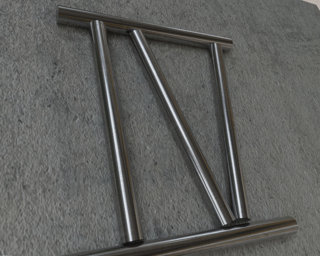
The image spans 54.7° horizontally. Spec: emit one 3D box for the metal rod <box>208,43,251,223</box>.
[{"bbox_3d":[0.099,-0.012,0.467,0.025,0.025,0.299,13,56,-22],"label":"metal rod"}]

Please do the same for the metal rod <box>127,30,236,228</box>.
[{"bbox_3d":[0.022,-0.012,0.425,0.025,0.025,0.299,-12,68,-34],"label":"metal rod"}]

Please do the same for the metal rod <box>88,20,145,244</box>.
[{"bbox_3d":[-0.059,-0.014,0.382,0.025,0.025,0.299,1,61,-28],"label":"metal rod"}]

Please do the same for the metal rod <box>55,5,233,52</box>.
[{"bbox_3d":[-0.008,-0.154,0.496,0.303,0.025,0.025,1,62,-28],"label":"metal rod"}]

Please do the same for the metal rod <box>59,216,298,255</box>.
[{"bbox_3d":[0.044,0.130,0.350,0.303,0.025,0.025,1,62,-28],"label":"metal rod"}]
